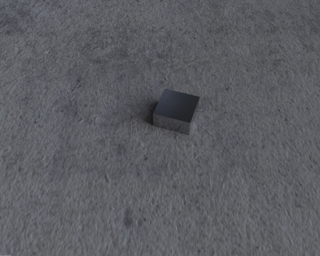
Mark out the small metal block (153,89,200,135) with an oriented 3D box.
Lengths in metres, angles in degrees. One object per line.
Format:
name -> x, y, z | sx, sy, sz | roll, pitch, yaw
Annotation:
small metal block -> 0.023, -0.023, 0.423 | 0.050, 0.025, 0.050 | 14, 51, 12
